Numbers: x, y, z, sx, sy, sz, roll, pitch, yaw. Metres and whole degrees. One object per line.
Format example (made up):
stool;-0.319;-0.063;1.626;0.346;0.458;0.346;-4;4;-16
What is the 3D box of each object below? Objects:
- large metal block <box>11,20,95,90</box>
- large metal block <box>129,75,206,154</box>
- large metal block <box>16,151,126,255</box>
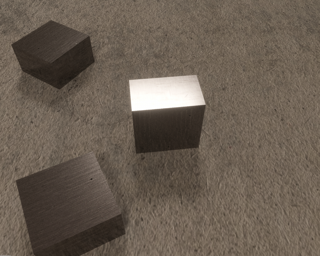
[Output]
large metal block;-0.163;-0.116;0.482;0.080;0.050;0.080;26;55;20
large metal block;0.007;-0.015;0.381;0.081;0.080;0.050;-5;51;-5
large metal block;-0.090;0.082;0.317;0.081;0.050;0.080;-21;53;-17
